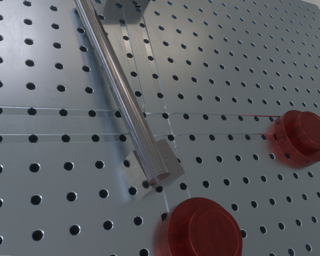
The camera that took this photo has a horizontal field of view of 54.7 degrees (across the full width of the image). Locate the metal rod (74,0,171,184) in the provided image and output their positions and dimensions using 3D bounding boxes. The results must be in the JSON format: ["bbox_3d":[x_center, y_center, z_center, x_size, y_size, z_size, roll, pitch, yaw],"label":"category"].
[{"bbox_3d":[-0.058,-0.068,0.399,0.025,0.025,0.299,-9,60,-32],"label":"metal rod"}]

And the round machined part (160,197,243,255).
[{"bbox_3d":[0.053,0.126,0.349,0.099,0.042,0.098,14,56,-21],"label":"round machined part"}]

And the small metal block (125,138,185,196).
[{"bbox_3d":[-0.006,0.046,0.377,0.050,0.025,0.050,-20,72,-35],"label":"small metal block"}]

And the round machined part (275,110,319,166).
[{"bbox_3d":[0.248,0.011,0.524,0.099,0.042,0.098,14,56,-21],"label":"round machined part"}]

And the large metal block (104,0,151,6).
[{"bbox_3d":[-0.060,-0.253,0.514,0.081,0.050,0.080,-12,68,-33],"label":"large metal block"}]
